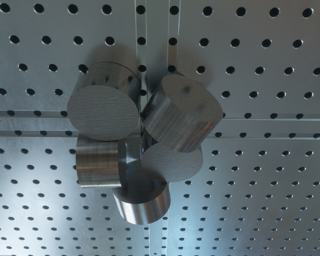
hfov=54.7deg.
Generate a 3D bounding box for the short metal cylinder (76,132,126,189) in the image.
[{"bbox_3d":[-0.075,0.039,0.409,0.050,0.080,0.079,-2,130,1],"label":"short metal cylinder"}]

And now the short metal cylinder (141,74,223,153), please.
[{"bbox_3d":[0.025,-0.018,0.361,0.080,0.080,0.050,22,126,-18],"label":"short metal cylinder"}]

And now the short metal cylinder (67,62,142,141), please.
[{"bbox_3d":[-0.064,-0.031,0.368,0.080,0.050,0.079,0,131,1],"label":"short metal cylinder"}]

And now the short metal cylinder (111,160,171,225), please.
[{"bbox_3d":[-0.026,0.093,0.453,0.080,0.080,0.050,-5,130,4],"label":"short metal cylinder"}]

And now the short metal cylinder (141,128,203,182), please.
[{"bbox_3d":[0.016,0.029,0.420,0.081,0.050,0.079,-1,131,0],"label":"short metal cylinder"}]
